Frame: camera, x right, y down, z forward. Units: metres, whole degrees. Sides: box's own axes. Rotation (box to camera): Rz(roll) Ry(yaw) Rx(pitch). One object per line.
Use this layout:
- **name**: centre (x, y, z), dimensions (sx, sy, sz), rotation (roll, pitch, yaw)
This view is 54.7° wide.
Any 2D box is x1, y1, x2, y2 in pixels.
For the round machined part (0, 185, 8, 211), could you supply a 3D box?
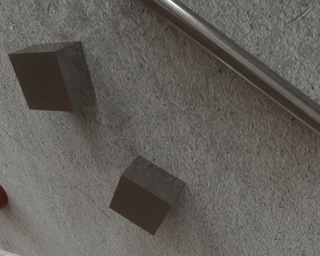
- **round machined part**: centre (-0.396, 0.152, 0.694), dimensions (0.098, 0.042, 0.097), rotation (13, 124, 20)

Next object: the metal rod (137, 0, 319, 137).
- **metal rod**: centre (0.058, -0.087, 0.321), dimensions (0.300, 0.025, 0.025), rotation (37, 129, 2)

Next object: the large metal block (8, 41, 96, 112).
- **large metal block**: centre (-0.144, -0.070, 0.421), dimensions (0.080, 0.050, 0.079), rotation (4, 120, 26)

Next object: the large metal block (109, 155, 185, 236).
- **large metal block**: centre (-0.021, 0.101, 0.462), dimensions (0.080, 0.050, 0.079), rotation (30, 128, 8)
